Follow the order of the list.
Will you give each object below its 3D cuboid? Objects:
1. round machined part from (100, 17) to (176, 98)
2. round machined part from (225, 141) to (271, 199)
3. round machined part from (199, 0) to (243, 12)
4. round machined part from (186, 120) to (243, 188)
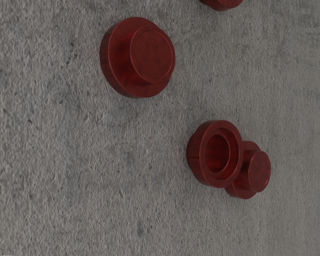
[{"bbox_3d":[-0.020,-0.086,0.377,0.099,0.042,0.097,0,90,-40],"label":"round machined part"},{"bbox_3d":[0.149,0.070,0.516,0.099,0.042,0.097,-1,91,-42],"label":"round machined part"},{"bbox_3d":[0.083,-0.224,0.463,0.099,0.042,0.097,0,90,-40],"label":"round machined part"},{"bbox_3d":[0.077,0.037,0.458,0.099,0.042,0.097,0,90,-40],"label":"round machined part"}]
